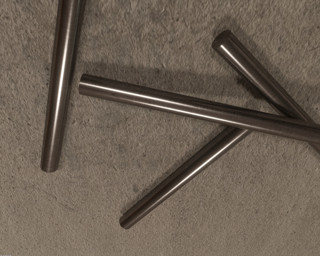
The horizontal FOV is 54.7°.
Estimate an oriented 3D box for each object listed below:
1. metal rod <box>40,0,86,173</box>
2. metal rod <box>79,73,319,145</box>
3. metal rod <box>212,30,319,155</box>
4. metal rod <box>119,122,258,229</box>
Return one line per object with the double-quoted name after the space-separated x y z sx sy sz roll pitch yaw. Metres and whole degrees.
-0.115 -0.052 0.360 0.025 0.025 0.298 14 129 -12 "metal rod"
0.056 -0.021 0.371 0.302 0.025 0.025 12 129 -3 "metal rod"
0.173 -0.015 0.396 0.301 0.025 0.025 36 121 -27 "metal rod"
0.030 0.078 0.473 0.025 0.025 0.299 30 124 -24 "metal rod"
